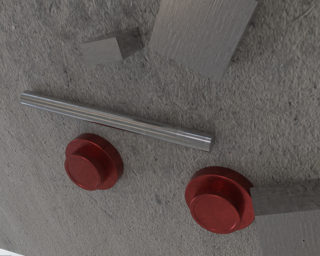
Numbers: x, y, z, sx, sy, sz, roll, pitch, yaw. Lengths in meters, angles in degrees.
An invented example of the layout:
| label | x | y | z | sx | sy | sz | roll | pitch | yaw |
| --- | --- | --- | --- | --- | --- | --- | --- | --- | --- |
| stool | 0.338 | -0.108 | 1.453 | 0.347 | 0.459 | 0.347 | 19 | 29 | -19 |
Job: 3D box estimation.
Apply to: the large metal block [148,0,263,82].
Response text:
| label | x | y | z | sx | sy | sz | roll | pitch | yaw |
| --- | --- | --- | --- | --- | --- | --- | --- | --- | --- |
| large metal block | 0.045 | -0.104 | 0.303 | 0.080 | 0.050 | 0.079 | 29 | 128 | 9 |

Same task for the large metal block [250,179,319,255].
| label | x | y | z | sx | sy | sz | roll | pitch | yaw |
| --- | --- | --- | --- | --- | --- | --- | --- | --- | --- |
| large metal block | 0.156 | 0.113 | 0.365 | 0.080 | 0.050 | 0.080 | -11 | 114 | 14 |

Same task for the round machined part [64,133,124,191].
| label | x | y | z | sx | sy | sz | roll | pitch | yaw |
| --- | --- | --- | --- | --- | --- | --- | --- | --- | --- |
| round machined part | -0.111 | 0.060 | 0.492 | 0.098 | 0.042 | 0.097 | 13 | 124 | 21 |

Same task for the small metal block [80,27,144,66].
| label | x | y | z | sx | sy | sz | roll | pitch | yaw |
| --- | --- | --- | --- | --- | --- | --- | --- | --- | --- |
| small metal block | -0.055 | -0.095 | 0.361 | 0.050 | 0.050 | 0.025 | -2 | 118 | 29 |

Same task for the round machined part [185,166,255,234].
| label | x | y | z | sx | sy | sz | roll | pitch | yaw |
| --- | --- | --- | --- | --- | --- | --- | --- | --- | --- |
| round machined part | 0.079 | 0.104 | 0.418 | 0.098 | 0.042 | 0.097 | 13 | 124 | 21 |

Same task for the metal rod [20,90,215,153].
| label | x | y | z | sx | sy | sz | roll | pitch | yaw |
| --- | --- | --- | --- | --- | --- | --- | --- | --- | --- |
| metal rod | -0.072 | -0.014 | 0.436 | 0.301 | 0.025 | 0.025 | 14 | 124 | 20 |
